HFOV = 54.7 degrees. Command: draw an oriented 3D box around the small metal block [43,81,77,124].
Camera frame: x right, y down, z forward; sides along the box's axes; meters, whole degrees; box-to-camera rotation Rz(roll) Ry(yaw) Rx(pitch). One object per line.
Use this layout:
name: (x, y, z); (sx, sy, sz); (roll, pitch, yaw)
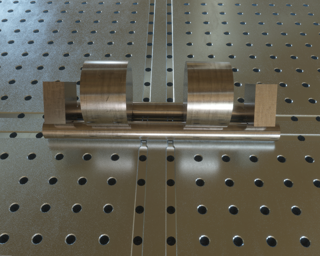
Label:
small metal block: (-0.124, -0.033, 0.389); (0.025, 0.050, 0.050); (0, 8, 1)

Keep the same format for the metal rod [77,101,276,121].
metal rod: (0.005, -0.023, 0.427); (0.302, 0.025, 0.025); (1, 50, 0)

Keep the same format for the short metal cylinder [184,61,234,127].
short metal cylinder: (0.056, -0.041, 0.378); (0.050, 0.080, 0.080); (1, 50, 0)

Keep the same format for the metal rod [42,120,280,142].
metal rod: (0.002, 0.003, 0.405); (0.302, 0.025, 0.025); (1, 50, 0)

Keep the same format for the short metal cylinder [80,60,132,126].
short metal cylinder: (-0.062, -0.042, 0.379); (0.050, 0.080, 0.080); (1, 50, 0)

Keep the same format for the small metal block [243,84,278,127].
small metal block: (0.124, -0.030, 0.388); (0.025, 0.050, 0.050); (0, 9, 1)
